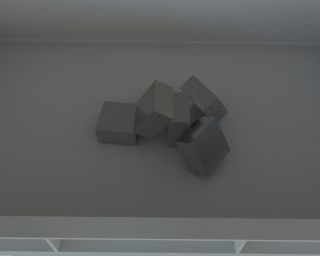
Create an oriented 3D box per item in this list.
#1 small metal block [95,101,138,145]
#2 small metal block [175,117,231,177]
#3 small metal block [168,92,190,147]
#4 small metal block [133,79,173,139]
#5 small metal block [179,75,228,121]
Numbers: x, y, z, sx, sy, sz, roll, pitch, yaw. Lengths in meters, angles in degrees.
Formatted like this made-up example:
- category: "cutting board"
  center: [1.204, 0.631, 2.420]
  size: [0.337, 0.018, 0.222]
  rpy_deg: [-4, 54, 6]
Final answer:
- category: "small metal block"
  center: [-0.053, -0.007, 0.407]
  size: [0.050, 0.025, 0.050]
  rpy_deg: [5, 50, 4]
- category: "small metal block"
  center: [0.052, 0.021, 0.366]
  size: [0.025, 0.050, 0.050]
  rpy_deg: [2, 38, 50]
- category: "small metal block"
  center: [0.023, -0.010, 0.396]
  size: [0.025, 0.050, 0.050]
  rpy_deg: [1, 50, 0]
- category: "small metal block"
  center: [-0.008, -0.022, 0.382]
  size: [0.025, 0.050, 0.050]
  rpy_deg: [22, 49, -23]
- category: "small metal block"
  center: [0.059, -0.037, 0.415]
  size: [0.025, 0.050, 0.050]
  rpy_deg: [-44, 57, 7]
